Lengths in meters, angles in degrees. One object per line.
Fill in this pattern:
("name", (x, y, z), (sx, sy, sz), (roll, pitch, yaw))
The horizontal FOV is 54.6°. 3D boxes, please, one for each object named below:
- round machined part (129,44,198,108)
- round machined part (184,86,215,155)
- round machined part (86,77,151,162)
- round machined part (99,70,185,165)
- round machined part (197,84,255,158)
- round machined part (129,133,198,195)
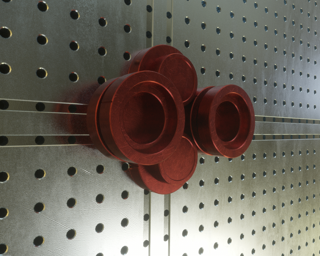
("round machined part", (0.011, -0.060, 0.406), (0.099, 0.042, 0.097), (0, 90, -40))
("round machined part", (0.064, -0.010, 0.449), (0.099, 0.042, 0.097), (0, 90, -40))
("round machined part", (-0.041, -0.010, 0.362), (0.099, 0.042, 0.097), (0, 90, -40))
("round machined part", (-0.023, -0.011, 0.336), (0.099, 0.042, 0.097), (0, 90, -40))
("round machined part", (0.084, -0.009, 0.425), (0.099, 0.042, 0.097), (0, 90, -40))
("round machined part", (0.011, 0.038, 0.405), (0.099, 0.042, 0.097), (0, 90, -40))
